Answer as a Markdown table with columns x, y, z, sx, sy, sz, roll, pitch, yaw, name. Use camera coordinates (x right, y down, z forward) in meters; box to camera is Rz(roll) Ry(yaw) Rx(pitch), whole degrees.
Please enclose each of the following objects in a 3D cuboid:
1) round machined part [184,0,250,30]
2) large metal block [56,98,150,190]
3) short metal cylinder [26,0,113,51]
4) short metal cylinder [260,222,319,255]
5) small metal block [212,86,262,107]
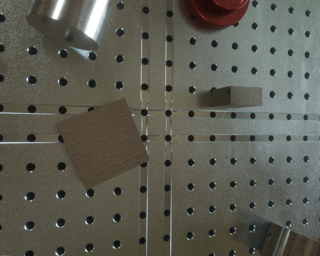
| x | y | z | sx | sy | sz | roll | pitch | yaw | name |
| --- | --- | --- | --- | --- | --- | --- | --- | --- | --- |
| 0.086 | -0.192 | 0.435 | 0.099 | 0.042 | 0.097 | 0 | 90 | -20 | round machined part |
| -0.070 | 0.017 | 0.374 | 0.081 | 0.050 | 0.080 | -24 | 98 | -18 | large metal block |
| -0.100 | -0.128 | 0.346 | 0.080 | 0.080 | 0.050 | 20 | 84 | -19 | short metal cylinder |
| 0.195 | 0.178 | 0.455 | 0.080 | 0.080 | 0.050 | 25 | 82 | -18 | short metal cylinder |
| 0.108 | -0.043 | 0.439 | 0.050 | 0.050 | 0.025 | 0 | 90 | -20 | small metal block |
